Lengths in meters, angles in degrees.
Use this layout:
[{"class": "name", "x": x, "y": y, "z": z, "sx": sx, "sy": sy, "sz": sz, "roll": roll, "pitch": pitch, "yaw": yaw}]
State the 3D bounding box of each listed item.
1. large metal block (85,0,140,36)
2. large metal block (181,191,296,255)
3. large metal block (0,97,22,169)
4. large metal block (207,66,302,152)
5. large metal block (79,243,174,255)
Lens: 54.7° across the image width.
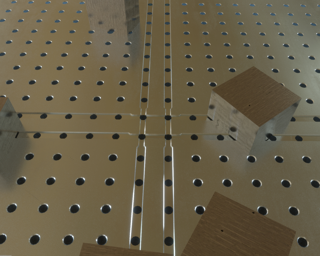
[{"class": "large metal block", "x": -0.086, "y": -0.224, "z": 0.559, "sx": 0.080, "sy": 0.080, "sz": 0.050, "roll": 19, "pitch": 53, "yaw": 15}, {"class": "large metal block", "x": 0.069, "y": 0.121, "z": 0.291, "sx": 0.080, "sy": 0.050, "sz": 0.080, "roll": 25, "pitch": 54, "yaw": 19}, {"class": "large metal block", "x": -0.233, "y": 0.006, "z": 0.383, "sx": 0.080, "sy": 0.050, "sz": 0.080, "roll": 3, "pitch": 50, "yaw": 2}, {"class": "large metal block", "x": 0.124, "y": -0.028, "z": 0.417, "sx": 0.081, "sy": 0.050, "sz": 0.080, "roll": -30, "pitch": 57, "yaw": -23}, {"class": "large metal block", "x": -0.033, "y": 0.151, "z": 0.264, "sx": 0.080, "sy": 0.050, "sz": 0.080, "roll": 6, "pitch": 50, "yaw": 4}]
